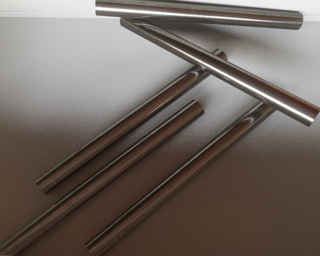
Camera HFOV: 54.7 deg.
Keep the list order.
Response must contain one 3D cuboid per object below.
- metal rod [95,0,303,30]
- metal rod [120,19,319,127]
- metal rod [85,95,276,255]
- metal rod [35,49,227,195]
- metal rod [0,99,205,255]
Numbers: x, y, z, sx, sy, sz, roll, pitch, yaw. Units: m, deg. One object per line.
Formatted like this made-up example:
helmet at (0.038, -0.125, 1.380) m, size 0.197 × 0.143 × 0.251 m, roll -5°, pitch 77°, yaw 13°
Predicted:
metal rod at (0.061, -0.166, 0.451) m, size 0.302 × 0.025 × 0.025 m, roll 2°, pitch 70°, yaw -7°
metal rod at (0.063, -0.089, 0.413) m, size 0.300 × 0.025 × 0.025 m, roll 34°, pitch 73°, yaw 23°
metal rod at (0.038, 0.053, 0.390) m, size 0.301 × 0.025 × 0.025 m, roll -38°, pitch 74°, yaw -13°
metal rod at (-0.029, -0.015, 0.414) m, size 0.301 × 0.025 × 0.025 m, roll -37°, pitch 74°, yaw -13°
metal rod at (-0.066, 0.060, 0.387) m, size 0.301 × 0.025 × 0.025 m, roll -37°, pitch 74°, yaw -13°
